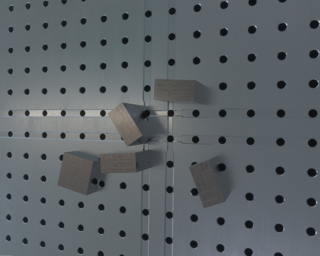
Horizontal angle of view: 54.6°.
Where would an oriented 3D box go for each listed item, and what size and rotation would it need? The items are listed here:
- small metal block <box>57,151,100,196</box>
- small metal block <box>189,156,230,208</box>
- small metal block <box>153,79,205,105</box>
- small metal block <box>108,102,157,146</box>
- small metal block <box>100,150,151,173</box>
[{"bbox_3d":[-0.117,0.065,0.455,0.050,0.025,0.050,14,95,19],"label":"small metal block"},{"bbox_3d":[0.062,0.064,0.378,0.025,0.050,0.050,-22,83,19],"label":"small metal block"},{"bbox_3d":[0.025,-0.045,0.391,0.050,0.050,0.025,5,92,20],"label":"small metal block"},{"bbox_3d":[-0.036,-0.005,0.412,0.025,0.050,0.050,-35,79,17],"label":"small metal block"},{"bbox_3d":[-0.045,0.044,0.416,0.050,0.050,0.025,-4,89,20],"label":"small metal block"}]
